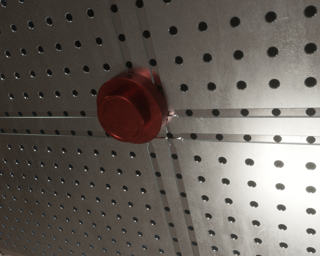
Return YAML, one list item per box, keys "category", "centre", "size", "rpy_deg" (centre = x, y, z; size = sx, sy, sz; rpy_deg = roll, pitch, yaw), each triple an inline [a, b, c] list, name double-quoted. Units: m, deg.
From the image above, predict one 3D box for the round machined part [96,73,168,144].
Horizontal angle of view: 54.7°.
- category: "round machined part"
  centre: [-0.043, -0.020, 0.409]
  size: [0.098, 0.042, 0.097]
  rpy_deg: [13, 124, 20]
